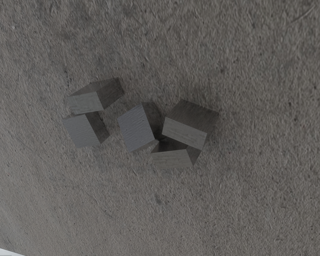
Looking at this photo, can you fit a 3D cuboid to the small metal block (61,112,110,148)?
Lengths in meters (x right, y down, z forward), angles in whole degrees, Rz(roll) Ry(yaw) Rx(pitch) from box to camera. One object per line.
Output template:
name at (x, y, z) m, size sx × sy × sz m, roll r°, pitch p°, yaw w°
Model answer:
small metal block at (-0.111, 0.000, 0.466) m, size 0.050 × 0.025 × 0.050 m, roll -11°, pitch 113°, yaw 32°

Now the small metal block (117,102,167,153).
small metal block at (-0.024, -0.001, 0.407) m, size 0.050 × 0.025 × 0.050 m, roll -29°, pitch 76°, yaw 37°

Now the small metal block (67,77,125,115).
small metal block at (-0.084, -0.043, 0.409) m, size 0.050 × 0.050 × 0.025 m, roll -6°, pitch 115°, yaw 31°

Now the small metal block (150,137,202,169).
small metal block at (0.024, 0.026, 0.394) m, size 0.050 × 0.050 × 0.025 m, roll -9°, pitch 115°, yaw 32°

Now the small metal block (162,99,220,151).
small metal block at (0.037, -0.005, 0.368) m, size 0.050 × 0.050 × 0.025 m, roll 22°, pitch 127°, yaw 15°
